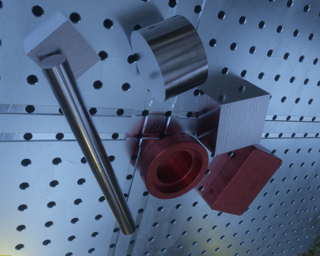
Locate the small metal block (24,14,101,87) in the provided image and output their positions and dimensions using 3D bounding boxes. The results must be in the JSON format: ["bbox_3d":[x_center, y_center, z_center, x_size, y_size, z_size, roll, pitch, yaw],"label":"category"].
[{"bbox_3d":[-0.097,-0.076,0.312,0.050,0.025,0.050,-41,130,-1],"label":"small metal block"}]

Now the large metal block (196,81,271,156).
[{"bbox_3d":[0.102,-0.016,0.444,0.081,0.050,0.079,-13,124,-22],"label":"large metal block"}]

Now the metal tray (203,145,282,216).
[{"bbox_3d":[0.146,0.091,0.547,0.090,0.030,0.129,23,106,-37],"label":"metal tray"}]

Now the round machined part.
[{"bbox_3d":[0.017,0.050,0.442,0.099,0.042,0.097,-14,125,-21],"label":"round machined part"}]

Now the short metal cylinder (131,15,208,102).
[{"bbox_3d":[0.009,-0.075,0.336,0.050,0.080,0.080,-25,128,-13],"label":"short metal cylinder"}]

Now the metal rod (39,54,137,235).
[{"bbox_3d":[-0.073,0.047,0.383,0.025,0.025,0.298,-25,133,-13],"label":"metal rod"}]
